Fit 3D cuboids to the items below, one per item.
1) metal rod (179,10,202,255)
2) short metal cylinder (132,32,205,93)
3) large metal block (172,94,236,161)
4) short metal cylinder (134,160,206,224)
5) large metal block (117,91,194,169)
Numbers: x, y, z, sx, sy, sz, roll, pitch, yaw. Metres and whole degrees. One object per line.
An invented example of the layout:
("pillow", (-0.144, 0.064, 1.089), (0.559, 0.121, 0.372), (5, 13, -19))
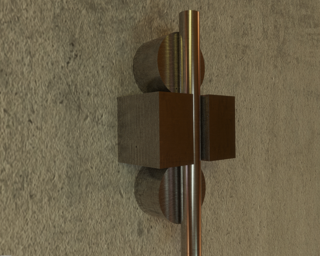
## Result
("metal rod", (0.036, 0.013, 0.371), (0.025, 0.025, 0.298), (-1, 90, -40))
("short metal cylinder", (0.012, -0.078, 0.399), (0.081, 0.050, 0.080), (0, 89, -40))
("large metal block", (0.052, -0.001, 0.413), (0.050, 0.080, 0.080), (-1, 91, -40))
("short metal cylinder", (0.013, 0.078, 0.402), (0.081, 0.050, 0.080), (0, 89, -40))
("large metal block", (-0.007, 0.002, 0.364), (0.050, 0.080, 0.080), (-1, 91, -40))
